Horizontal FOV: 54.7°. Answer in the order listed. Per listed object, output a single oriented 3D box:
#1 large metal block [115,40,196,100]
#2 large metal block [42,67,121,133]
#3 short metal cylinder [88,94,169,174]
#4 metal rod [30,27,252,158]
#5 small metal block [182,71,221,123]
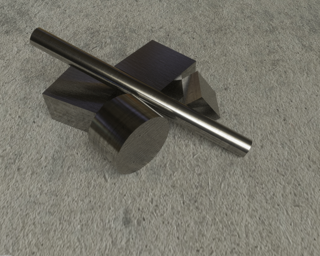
[{"bbox_3d":[-0.006,-0.073,0.447,0.080,0.050,0.080,32,57,24],"label":"large metal block"},{"bbox_3d":[-0.096,-0.042,0.423,0.080,0.050,0.080,20,53,16],"label":"large metal block"},{"bbox_3d":[-0.035,0.007,0.362,0.080,0.080,0.050,-37,59,-27],"label":"short metal cylinder"},{"bbox_3d":[-0.024,-0.045,0.389,0.301,0.025,0.025,28,54,2],"label":"metal rod"},{"bbox_3d":[0.056,-0.040,0.420,0.025,0.050,0.050,-26,45,26],"label":"small metal block"}]
